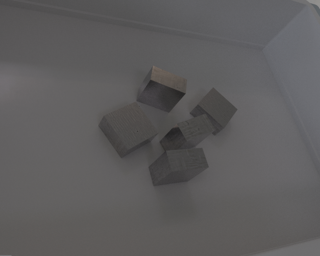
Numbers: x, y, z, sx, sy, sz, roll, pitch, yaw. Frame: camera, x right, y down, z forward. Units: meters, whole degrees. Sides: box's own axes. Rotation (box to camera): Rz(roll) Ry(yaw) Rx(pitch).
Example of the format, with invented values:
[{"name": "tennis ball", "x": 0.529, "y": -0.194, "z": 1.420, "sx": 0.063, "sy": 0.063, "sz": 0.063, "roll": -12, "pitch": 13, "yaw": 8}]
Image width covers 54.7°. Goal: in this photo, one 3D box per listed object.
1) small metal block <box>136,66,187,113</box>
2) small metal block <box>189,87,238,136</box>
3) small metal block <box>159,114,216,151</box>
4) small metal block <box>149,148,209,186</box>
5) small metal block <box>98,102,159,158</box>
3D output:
[{"name": "small metal block", "x": 0.002, "y": -0.051, "z": 0.422, "sx": 0.050, "sy": 0.050, "sz": 0.025, "roll": 19, "pitch": 54, "yaw": -17}, {"name": "small metal block", "x": 0.081, "y": -0.025, "z": 0.464, "sx": 0.050, "sy": 0.025, "sz": 0.050, "roll": 42, "pitch": 51, "yaw": 1}, {"name": "small metal block", "x": 0.035, "y": 0.010, "z": 0.402, "sx": 0.050, "sy": 0.050, "sz": 0.025, "roll": -19, "pitch": 72, "yaw": -35}, {"name": "small metal block", "x": 0.021, "y": 0.047, "z": 0.372, "sx": 0.050, "sy": 0.050, "sz": 0.025, "roll": -2, "pitch": 63, "yaw": -29}, {"name": "small metal block", "x": -0.039, "y": 0.001, "z": 0.384, "sx": 0.050, "sy": 0.025, "sz": 0.050, "roll": -29, "pitch": 78, "yaw": -37}]
